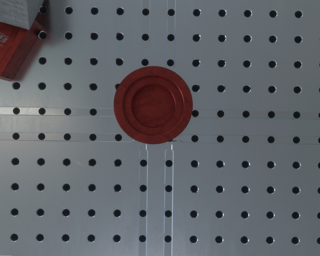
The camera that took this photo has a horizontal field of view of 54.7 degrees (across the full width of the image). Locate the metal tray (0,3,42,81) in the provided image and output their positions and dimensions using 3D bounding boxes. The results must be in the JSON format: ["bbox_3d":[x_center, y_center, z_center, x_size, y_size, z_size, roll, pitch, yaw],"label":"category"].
[{"bbox_3d":[-0.238,-0.133,0.408,0.130,0.030,0.090,30,90,0],"label":"metal tray"}]

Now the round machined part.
[{"bbox_3d":[-0.008,-0.029,0.405,0.099,0.042,0.097,0,90,0],"label":"round machined part"}]

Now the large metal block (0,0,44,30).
[{"bbox_3d":[-0.188,-0.176,0.375,0.081,0.050,0.080,14,58,-11],"label":"large metal block"}]
